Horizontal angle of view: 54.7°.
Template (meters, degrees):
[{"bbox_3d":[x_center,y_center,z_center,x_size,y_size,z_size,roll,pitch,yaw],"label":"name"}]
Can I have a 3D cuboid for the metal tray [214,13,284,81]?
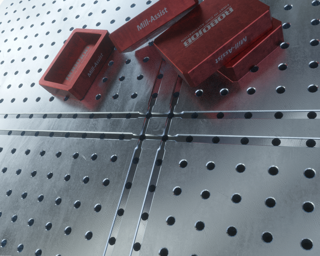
[{"bbox_3d":[0.093,-0.133,0.436,0.090,0.030,0.130,-41,51,0],"label":"metal tray"}]

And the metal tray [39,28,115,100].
[{"bbox_3d":[-0.146,-0.117,0.550,0.090,0.030,0.130,15,69,33],"label":"metal tray"}]

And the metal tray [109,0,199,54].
[{"bbox_3d":[-0.006,-0.161,0.466,0.130,0.030,0.090,-30,10,14],"label":"metal tray"}]

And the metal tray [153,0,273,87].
[{"bbox_3d":[0.066,-0.124,0.406,0.130,0.030,0.090,-38,51,2],"label":"metal tray"}]
